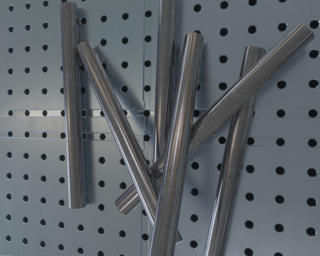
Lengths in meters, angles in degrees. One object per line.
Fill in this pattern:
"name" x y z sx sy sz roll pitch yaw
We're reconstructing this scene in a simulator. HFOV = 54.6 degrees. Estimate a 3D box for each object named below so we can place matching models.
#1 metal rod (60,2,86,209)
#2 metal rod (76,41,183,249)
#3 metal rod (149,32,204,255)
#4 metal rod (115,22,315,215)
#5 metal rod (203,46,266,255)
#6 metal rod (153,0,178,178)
"metal rod" -0.128 -0.033 0.458 0.025 0.025 0.298 -3 89 20
"metal rod" -0.048 0.004 0.392 0.025 0.025 0.299 -35 65 17
"metal rod" 0.020 0.023 0.345 0.025 0.025 0.299 2 68 20
"metal rod" 0.053 -0.001 0.366 0.299 0.025 0.025 -45 76 14
"metal rod" 0.087 0.052 0.381 0.025 0.025 0.298 12 94 19
"metal rod" 0.007 -0.058 0.410 0.025 0.025 0.298 3 91 20
